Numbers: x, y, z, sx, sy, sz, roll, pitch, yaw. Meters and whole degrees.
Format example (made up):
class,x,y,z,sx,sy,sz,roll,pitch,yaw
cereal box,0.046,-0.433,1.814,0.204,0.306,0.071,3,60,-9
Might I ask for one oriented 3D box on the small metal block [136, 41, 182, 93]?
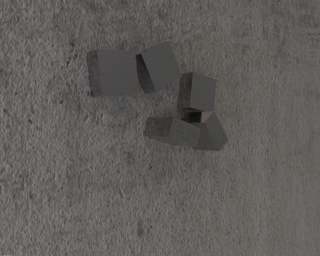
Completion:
class,x,y,z,sx,sy,sz,roll,pitch,yaw
small metal block,-0.004,-0.079,0.400,0.050,0.025,0.050,-35,112,-34

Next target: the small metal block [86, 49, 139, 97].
class,x,y,z,sx,sy,sz,roll,pitch,yaw
small metal block,-0.054,-0.063,0.359,0.050,0.025,0.050,-9,96,-40

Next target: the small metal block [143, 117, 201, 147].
class,x,y,z,sx,sy,sz,roll,pitch,yaw
small metal block,0.016,0.005,0.401,0.050,0.050,0.025,20,77,-38

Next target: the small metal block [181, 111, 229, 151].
class,x,y,z,sx,sy,sz,roll,pitch,yaw
small metal block,0.061,0.005,0.439,0.025,0.050,0.050,-46,118,-30

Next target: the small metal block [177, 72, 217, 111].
class,x,y,z,sx,sy,sz,roll,pitch,yaw
small metal block,0.054,-0.050,0.449,0.050,0.025,0.050,9,85,-40
